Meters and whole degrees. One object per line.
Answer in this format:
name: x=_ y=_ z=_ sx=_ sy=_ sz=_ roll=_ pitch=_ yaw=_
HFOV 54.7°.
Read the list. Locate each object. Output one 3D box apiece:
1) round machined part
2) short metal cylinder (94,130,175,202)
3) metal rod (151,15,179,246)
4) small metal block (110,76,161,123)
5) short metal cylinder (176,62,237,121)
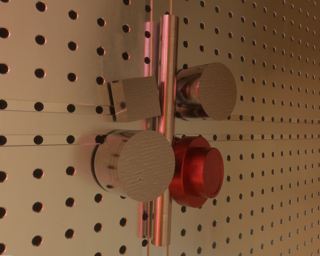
round machined part: x=0.055 y=0.060 z=0.424 sx=0.099 sy=0.042 sz=0.097 roll=1 pitch=89 yaw=-56
short metal cylinder: x=-0.029 y=0.042 z=0.363 sx=0.081 sy=0.050 sz=0.079 roll=0 pitch=90 yaw=-40
metal rod: x=0.007 y=0.002 z=0.410 sx=0.025 sy=0.025 sz=0.298 roll=4 pitch=88 yaw=-40
small metal block: x=-0.029 y=-0.036 z=0.380 sx=0.050 sy=0.025 sz=0.050 roll=-15 pitch=99 yaw=-39
short metal cylinder: x=0.064 y=-0.050 z=0.442 sx=0.081 sy=0.050 sz=0.079 roll=0 pitch=90 yaw=-40
